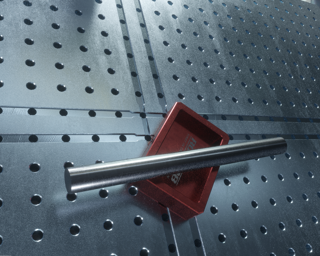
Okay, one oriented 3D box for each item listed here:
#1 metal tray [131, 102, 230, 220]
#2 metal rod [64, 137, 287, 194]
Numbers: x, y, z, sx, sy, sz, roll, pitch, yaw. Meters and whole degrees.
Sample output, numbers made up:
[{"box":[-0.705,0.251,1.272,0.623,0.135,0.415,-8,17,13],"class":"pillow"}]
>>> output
[{"box":[0.030,0.037,0.397,0.090,0.030,0.130,34,51,-6],"class":"metal tray"},{"box":[0.043,0.037,0.368,0.303,0.025,0.025,-5,65,-31],"class":"metal rod"}]
